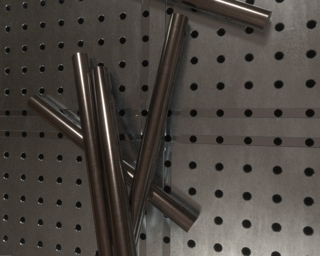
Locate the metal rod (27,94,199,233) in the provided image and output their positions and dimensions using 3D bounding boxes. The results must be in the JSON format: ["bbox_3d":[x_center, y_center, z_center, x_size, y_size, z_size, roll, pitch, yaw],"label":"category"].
[{"bbox_3d":[-0.076,0.041,0.438,0.300,0.025,0.025,35,101,16],"label":"metal rod"}]

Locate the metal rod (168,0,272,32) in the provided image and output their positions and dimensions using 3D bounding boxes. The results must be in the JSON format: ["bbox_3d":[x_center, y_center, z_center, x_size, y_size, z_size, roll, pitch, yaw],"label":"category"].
[{"bbox_3d":[-0.002,-0.189,0.412,0.301,0.025,0.025,26,98,17],"label":"metal rod"}]

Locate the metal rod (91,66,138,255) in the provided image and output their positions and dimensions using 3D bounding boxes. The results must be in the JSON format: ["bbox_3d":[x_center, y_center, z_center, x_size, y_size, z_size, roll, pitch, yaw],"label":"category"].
[{"bbox_3d":[-0.057,0.055,0.389,0.025,0.025,0.299,-19,68,18],"label":"metal rod"}]

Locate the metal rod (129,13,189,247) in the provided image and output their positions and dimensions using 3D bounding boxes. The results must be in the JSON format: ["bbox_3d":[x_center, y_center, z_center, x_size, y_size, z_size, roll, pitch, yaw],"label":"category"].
[{"bbox_3d":[-0.008,0.002,0.396,0.025,0.025,0.298,12,87,19],"label":"metal rod"}]

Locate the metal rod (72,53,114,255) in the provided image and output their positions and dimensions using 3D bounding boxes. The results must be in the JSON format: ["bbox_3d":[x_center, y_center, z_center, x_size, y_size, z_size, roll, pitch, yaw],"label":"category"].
[{"bbox_3d":[-0.087,0.037,0.413,0.025,0.025,0.299,-17,74,19],"label":"metal rod"}]
